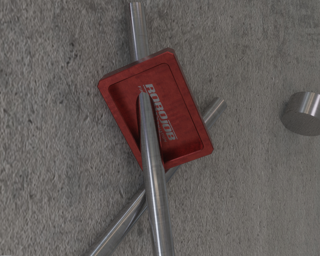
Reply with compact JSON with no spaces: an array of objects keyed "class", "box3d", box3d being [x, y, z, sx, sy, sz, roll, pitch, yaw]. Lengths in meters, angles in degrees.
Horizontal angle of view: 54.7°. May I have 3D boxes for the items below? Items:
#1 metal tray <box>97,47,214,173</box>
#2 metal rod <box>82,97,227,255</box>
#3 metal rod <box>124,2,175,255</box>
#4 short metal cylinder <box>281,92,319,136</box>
[{"class":"metal tray","box3d":[-0.002,-0.016,0.362,0.030,0.090,0.129,-83,150,-67]},{"class":"metal rod","box3d":[0.005,0.059,0.408,0.301,0.025,0.025,-48,119,-29]},{"class":"metal rod","box3d":[-0.013,0.000,0.363,0.025,0.025,0.298,-2,82,-40]},{"class":"short metal cylinder","box3d":[0.288,-0.027,0.610,0.080,0.080,0.050,43,64,-32]}]
